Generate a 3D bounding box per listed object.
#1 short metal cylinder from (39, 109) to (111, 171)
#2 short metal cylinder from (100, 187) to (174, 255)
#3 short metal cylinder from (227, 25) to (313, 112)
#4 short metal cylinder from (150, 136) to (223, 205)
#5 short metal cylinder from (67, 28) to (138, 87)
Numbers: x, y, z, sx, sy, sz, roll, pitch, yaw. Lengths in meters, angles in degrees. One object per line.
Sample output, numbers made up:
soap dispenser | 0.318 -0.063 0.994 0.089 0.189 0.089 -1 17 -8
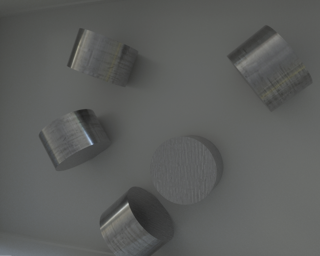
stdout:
short metal cylinder | -0.115 0.017 0.422 0.080 0.080 0.050 -34 79 17
short metal cylinder | -0.028 0.122 0.391 0.050 0.080 0.080 -43 77 15
short metal cylinder | 0.118 -0.064 0.339 0.050 0.080 0.080 -38 78 16
short metal cylinder | 0.034 0.050 0.385 0.080 0.050 0.080 0 90 20
short metal cylinder | -0.075 -0.091 0.408 0.080 0.080 0.050 23 98 18
